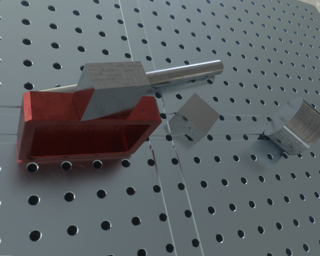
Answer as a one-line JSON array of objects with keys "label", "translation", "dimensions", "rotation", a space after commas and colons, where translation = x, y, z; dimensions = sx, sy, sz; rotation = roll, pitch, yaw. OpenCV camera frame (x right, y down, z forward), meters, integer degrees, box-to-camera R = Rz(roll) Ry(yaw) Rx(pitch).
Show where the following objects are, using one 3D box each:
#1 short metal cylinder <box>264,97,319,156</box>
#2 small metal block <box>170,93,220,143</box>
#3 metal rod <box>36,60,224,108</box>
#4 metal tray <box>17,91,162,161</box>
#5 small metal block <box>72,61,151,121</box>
[{"label": "short metal cylinder", "translation": [0.214, -0.003, 0.493], "dimensions": [0.050, 0.080, 0.080], "rotation": [40, 51, -2]}, {"label": "small metal block", "translation": [0.051, -0.015, 0.447], "dimensions": [0.050, 0.025, 0.050], "rotation": [42, 51, 0]}, {"label": "metal rod", "translation": [-0.020, -0.067, 0.439], "dimensions": [0.302, 0.025, 0.025], "rotation": [-17, 71, -35]}, {"label": "metal tray", "translation": [-0.075, 0.001, 0.326], "dimensions": [0.131, 0.090, 0.030], "rotation": [-1, 62, -29]}, {"label": "small metal block", "translation": [-0.044, -0.032, 0.272], "dimensions": [0.050, 0.050, 0.025], "rotation": [-10, 67, -33]}]
